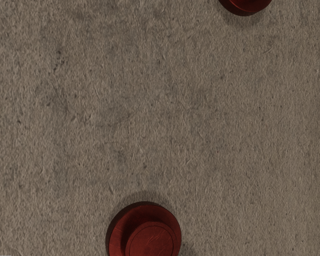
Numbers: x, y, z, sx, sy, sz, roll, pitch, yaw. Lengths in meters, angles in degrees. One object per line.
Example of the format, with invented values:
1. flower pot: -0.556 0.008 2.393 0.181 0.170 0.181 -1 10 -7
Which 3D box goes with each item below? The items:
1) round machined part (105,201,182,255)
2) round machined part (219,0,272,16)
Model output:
1. round machined part: -0.017 0.147 0.395 0.099 0.042 0.097 0 90 -21
2. round machined part: 0.130 -0.218 0.449 0.099 0.042 0.097 0 90 -21
